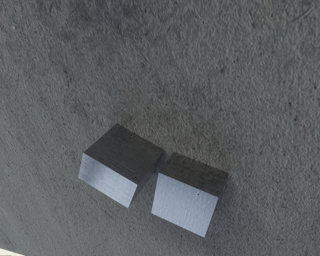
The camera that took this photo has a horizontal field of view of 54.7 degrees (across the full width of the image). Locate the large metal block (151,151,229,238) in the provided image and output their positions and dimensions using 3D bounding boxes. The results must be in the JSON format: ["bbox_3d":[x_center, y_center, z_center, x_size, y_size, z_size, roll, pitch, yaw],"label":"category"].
[{"bbox_3d":[0.040,0.091,0.426,0.080,0.050,0.079,21,126,16],"label":"large metal block"}]

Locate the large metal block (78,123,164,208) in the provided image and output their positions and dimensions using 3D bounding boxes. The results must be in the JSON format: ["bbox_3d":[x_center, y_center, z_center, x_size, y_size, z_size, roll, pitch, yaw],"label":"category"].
[{"bbox_3d":[-0.052,0.049,0.430,0.080,0.080,0.050,29,128,10],"label":"large metal block"}]
